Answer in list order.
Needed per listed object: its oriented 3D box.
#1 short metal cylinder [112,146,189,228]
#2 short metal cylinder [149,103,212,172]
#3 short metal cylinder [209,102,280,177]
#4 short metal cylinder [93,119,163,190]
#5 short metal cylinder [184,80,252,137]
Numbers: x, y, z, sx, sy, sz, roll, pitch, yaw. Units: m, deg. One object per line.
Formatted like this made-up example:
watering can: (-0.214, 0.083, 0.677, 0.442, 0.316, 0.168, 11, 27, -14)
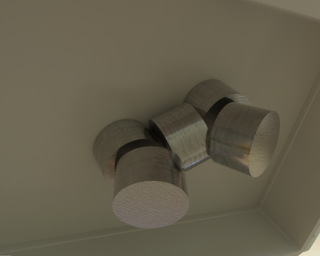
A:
short metal cylinder: (-0.010, 0.067, 0.344, 0.081, 0.050, 0.079, -2, 129, -2)
short metal cylinder: (0.026, 0.014, 0.396, 0.050, 0.080, 0.080, -27, 128, -12)
short metal cylinder: (0.103, 0.013, 0.372, 0.081, 0.050, 0.079, -24, 123, -44)
short metal cylinder: (-0.038, 0.036, 0.393, 0.081, 0.050, 0.079, -14, 125, -21)
short metal cylinder: (0.077, -0.019, 0.423, 0.081, 0.050, 0.079, -14, 125, -21)
